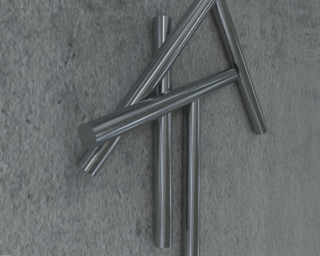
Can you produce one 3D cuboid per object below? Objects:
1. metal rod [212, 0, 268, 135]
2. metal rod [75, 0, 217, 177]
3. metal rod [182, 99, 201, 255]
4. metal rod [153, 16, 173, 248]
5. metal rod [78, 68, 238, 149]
[{"bbox_3d":[0.124,-0.121,0.511,0.025,0.025,0.299,-39,114,-33],"label":"metal rod"},{"bbox_3d":[-0.002,-0.074,0.377,0.025,0.025,0.300,43,72,-32],"label":"metal rod"},{"bbox_3d":[0.045,0.108,0.445,0.025,0.025,0.298,1,90,-40],"label":"metal rod"},{"bbox_3d":[0.004,0.005,0.409,0.025,0.025,0.298,-1,91,-40],"label":"metal rod"},{"bbox_3d":[0.024,-0.039,0.392,0.302,0.025,0.025,-27,108,-48],"label":"metal rod"}]
